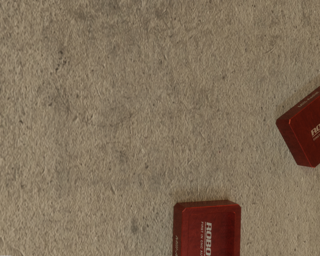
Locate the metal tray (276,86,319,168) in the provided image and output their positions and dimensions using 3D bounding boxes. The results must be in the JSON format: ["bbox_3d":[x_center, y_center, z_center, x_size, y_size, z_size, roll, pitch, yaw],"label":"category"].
[{"bbox_3d":[0.260,-0.008,0.502,0.131,0.030,0.090,-35,101,-17],"label":"metal tray"}]

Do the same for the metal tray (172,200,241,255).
[{"bbox_3d":[0.065,0.169,0.430,0.091,0.030,0.129,2,90,-20],"label":"metal tray"}]
